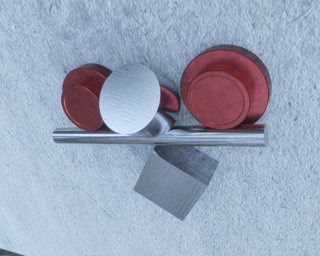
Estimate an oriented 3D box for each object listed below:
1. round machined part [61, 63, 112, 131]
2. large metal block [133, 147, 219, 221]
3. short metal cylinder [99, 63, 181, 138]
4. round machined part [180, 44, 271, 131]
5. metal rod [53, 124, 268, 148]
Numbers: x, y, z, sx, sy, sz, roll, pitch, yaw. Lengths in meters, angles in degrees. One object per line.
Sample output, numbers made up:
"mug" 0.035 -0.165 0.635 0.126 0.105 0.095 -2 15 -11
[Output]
"round machined part" -0.095 -0.035 0.425 0.098 0.042 0.097 13 124 21
"large metal block" 0.020 0.066 0.419 0.080 0.050 0.079 31 128 8
"short metal cylinder" -0.023 -0.030 0.362 0.080 0.050 0.080 -4 81 28
"round machined part" 0.068 -0.037 0.339 0.098 0.042 0.097 13 124 21
"metal rod" -0.020 0.010 0.398 0.300 0.025 0.025 -1 118 28
